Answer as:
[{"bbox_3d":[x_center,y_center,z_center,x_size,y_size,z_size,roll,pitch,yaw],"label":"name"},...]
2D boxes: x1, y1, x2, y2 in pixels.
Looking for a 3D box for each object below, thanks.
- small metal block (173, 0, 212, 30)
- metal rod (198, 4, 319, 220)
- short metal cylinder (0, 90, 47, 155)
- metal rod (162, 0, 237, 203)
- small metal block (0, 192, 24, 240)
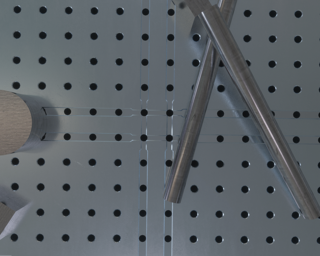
[{"bbox_3d":[0.040,-0.162,0.401,0.025,0.050,0.050,-32,90,0],"label":"small metal block"},{"bbox_3d":[0.130,-0.012,0.390,0.025,0.025,0.299,-30,100,0],"label":"metal rod"},{"bbox_3d":[-0.195,-0.007,0.399,0.081,0.050,0.079,0,90,0],"label":"short metal cylinder"},{"bbox_3d":[0.056,-0.048,0.413,0.025,0.025,0.298,16,90,0],"label":"metal rod"},{"bbox_3d":[-0.221,0.115,0.412,0.050,0.025,0.050,33,90,0],"label":"small metal block"}]
